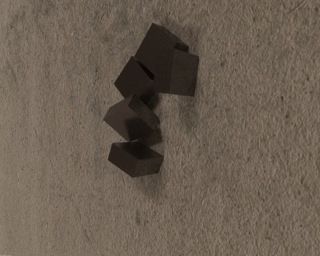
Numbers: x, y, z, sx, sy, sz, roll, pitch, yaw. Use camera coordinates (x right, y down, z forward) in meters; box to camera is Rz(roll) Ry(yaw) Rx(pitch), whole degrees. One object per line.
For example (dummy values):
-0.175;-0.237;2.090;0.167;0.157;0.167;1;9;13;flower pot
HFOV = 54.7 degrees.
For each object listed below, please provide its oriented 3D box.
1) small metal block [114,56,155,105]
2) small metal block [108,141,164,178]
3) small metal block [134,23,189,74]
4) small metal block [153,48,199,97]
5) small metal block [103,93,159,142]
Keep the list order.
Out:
-0.031;-0.062;0.428;0.050;0.025;0.050;-51;60;27;small metal block
-0.032;0.040;0.413;0.050;0.050;0.025;28;108;36;small metal block
0.001;-0.100;0.402;0.050;0.025;0.050;47;118;29;small metal block
0.020;-0.065;0.371;0.025;0.050;0.050;11;97;39;small metal block
-0.038;-0.012;0.416;0.050;0.050;0.025;-24;32;37;small metal block
